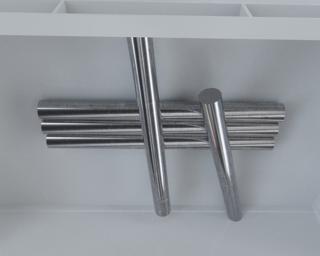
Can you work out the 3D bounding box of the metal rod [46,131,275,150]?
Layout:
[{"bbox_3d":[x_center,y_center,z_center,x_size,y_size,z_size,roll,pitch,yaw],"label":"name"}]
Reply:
[{"bbox_3d":[0.002,0.017,0.422,0.302,0.025,0.025,1,130,-1],"label":"metal rod"}]

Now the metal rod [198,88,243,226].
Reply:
[{"bbox_3d":[0.093,0.063,0.436,0.025,0.025,0.299,-12,136,10],"label":"metal rod"}]

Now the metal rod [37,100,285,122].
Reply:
[{"bbox_3d":[0.003,-0.021,0.389,0.302,0.025,0.025,1,130,-1],"label":"metal rod"}]

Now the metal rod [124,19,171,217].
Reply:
[{"bbox_3d":[-0.008,0.015,0.387,0.025,0.025,0.298,-4,130,3],"label":"metal rod"}]

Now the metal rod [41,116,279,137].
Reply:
[{"bbox_3d":[0.001,-0.002,0.405,0.302,0.025,0.025,1,130,-1],"label":"metal rod"}]
